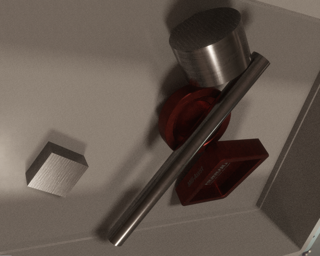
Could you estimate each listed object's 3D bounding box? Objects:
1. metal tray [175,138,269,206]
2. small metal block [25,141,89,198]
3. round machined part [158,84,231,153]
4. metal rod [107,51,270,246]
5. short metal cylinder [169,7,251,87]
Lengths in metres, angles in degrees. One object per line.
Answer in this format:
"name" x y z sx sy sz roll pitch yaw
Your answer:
"metal tray" 0.090 0.069 0.468 0.091 0.030 0.129 -2 141 -30
"small metal block" -0.124 0.051 0.373 0.050 0.025 0.050 31 101 -38
"round machined part" 0.042 -0.016 0.413 0.099 0.042 0.097 -14 124 -21
"metal rod" 0.030 0.033 0.392 0.025 0.025 0.299 31 101 -38
"short metal cylinder" 0.057 -0.091 0.349 0.080 0.080 0.050 -35 129 -6
